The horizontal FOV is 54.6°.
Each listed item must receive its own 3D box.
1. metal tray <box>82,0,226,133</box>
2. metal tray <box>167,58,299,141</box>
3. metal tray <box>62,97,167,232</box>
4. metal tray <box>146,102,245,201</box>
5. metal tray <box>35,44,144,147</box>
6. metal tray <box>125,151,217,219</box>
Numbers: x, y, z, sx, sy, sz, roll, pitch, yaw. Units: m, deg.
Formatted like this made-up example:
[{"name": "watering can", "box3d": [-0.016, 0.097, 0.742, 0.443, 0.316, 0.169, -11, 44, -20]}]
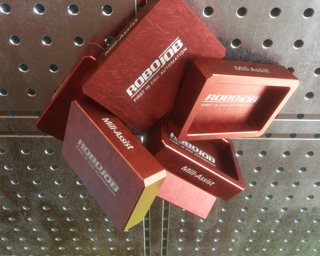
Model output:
[{"name": "metal tray", "box3d": [-0.007, -0.066, 0.327, 0.130, 0.030, 0.090, -44, 122, 14]}, {"name": "metal tray", "box3d": [0.083, -0.029, 0.352, 0.131, 0.030, 0.089, -2, 135, -29]}, {"name": "metal tray", "box3d": [-0.058, 0.037, 0.343, 0.030, 0.130, 0.089, -20, 145, -42]}, {"name": "metal tray", "box3d": [0.044, 0.026, 0.390, 0.130, 0.090, 0.030, 31, 123, -24]}, {"name": "metal tray", "box3d": [-0.082, -0.028, 0.384, 0.090, 0.030, 0.129, 31, 124, -25]}, {"name": "metal tray", "box3d": [0.002, 0.066, 0.405, 0.090, 0.130, 0.030, 31, 85, -24]}]
